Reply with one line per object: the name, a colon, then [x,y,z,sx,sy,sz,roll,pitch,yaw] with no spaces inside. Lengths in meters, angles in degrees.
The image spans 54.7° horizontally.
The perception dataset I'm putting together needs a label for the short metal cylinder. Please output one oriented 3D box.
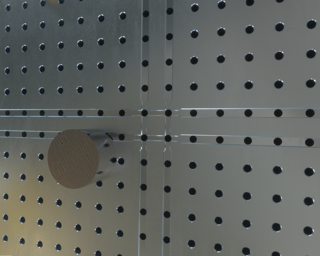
short metal cylinder: [-0.108,0.041,0.436,0.080,0.050,0.079,0,90,19]
